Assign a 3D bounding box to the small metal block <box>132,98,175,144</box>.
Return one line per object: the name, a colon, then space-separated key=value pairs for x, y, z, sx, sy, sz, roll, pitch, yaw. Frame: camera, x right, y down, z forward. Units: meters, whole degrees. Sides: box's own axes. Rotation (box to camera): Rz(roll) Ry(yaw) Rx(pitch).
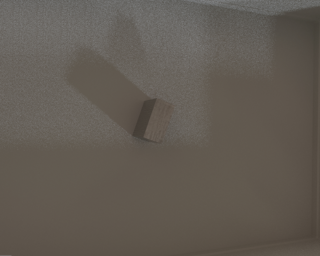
small metal block: x=-0.009 y=-0.009 z=0.395 sx=0.025 sy=0.050 sz=0.050 roll=21 pitch=83 yaw=-19
